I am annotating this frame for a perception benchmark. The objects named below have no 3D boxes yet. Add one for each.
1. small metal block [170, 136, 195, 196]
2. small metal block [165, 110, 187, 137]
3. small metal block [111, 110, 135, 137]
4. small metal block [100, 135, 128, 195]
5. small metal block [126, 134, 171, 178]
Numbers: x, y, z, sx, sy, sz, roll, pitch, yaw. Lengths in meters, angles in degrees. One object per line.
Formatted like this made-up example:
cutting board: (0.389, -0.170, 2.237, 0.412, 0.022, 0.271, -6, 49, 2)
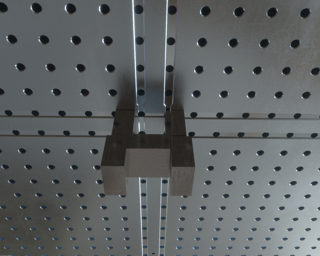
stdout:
small metal block: (0.025, 0.045, 0.366, 0.025, 0.050, 0.050, 1, 130, -1)
small metal block: (0.019, 0.012, 0.405, 0.025, 0.050, 0.050, -1, 130, 0)
small metal block: (-0.046, 0.012, 0.403, 0.025, 0.050, 0.050, 0, 130, -1)
small metal block: (-0.051, 0.044, 0.365, 0.025, 0.050, 0.050, 1, 130, -1)
small metal block: (-0.014, 0.034, 0.376, 0.050, 0.025, 0.050, 0, 130, -1)
